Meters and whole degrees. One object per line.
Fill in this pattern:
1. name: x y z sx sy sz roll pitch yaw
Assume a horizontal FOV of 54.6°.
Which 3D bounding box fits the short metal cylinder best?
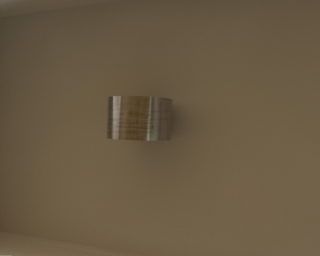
1. short metal cylinder: -0.025 -0.012 0.387 0.080 0.080 0.050 2 91 20
